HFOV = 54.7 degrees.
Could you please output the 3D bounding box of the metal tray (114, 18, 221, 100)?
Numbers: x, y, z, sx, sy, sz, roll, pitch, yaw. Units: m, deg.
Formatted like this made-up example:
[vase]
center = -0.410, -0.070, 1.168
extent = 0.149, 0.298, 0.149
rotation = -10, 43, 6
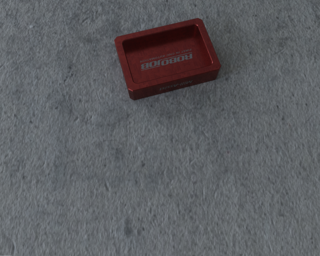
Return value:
[metal tray]
center = 0.010, -0.099, 0.441
extent = 0.131, 0.030, 0.090
rotation = -15, 71, -6
